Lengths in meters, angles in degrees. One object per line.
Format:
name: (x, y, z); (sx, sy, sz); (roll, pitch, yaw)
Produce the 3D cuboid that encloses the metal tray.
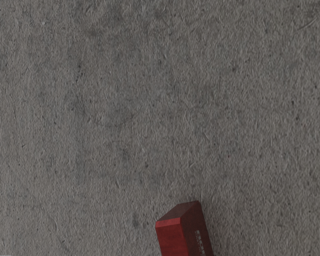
metal tray: (0.038, 0.159, 0.361); (0.030, 0.090, 0.129); (-16, 85, 19)
